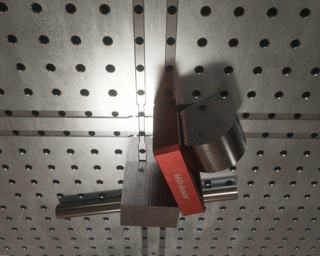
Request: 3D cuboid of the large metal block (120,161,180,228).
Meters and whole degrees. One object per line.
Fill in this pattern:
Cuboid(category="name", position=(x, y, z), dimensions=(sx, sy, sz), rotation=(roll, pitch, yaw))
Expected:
Cuboid(category="large metal block", position=(-0.014, 0.097, 0.458), dimensions=(0.081, 0.080, 0.050), rotation=(4, 130, -4))

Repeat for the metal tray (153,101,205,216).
Cuboid(category="metal tray", position=(0.026, 0.041, 0.404), dimensions=(0.030, 0.090, 0.129), rotation=(-14, 129, 11))

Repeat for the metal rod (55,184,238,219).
Cuboid(category="metal rod", position=(-0.025, 0.123, 0.515), dimensions=(0.302, 0.025, 0.025), rotation=(-8, 130, 6))

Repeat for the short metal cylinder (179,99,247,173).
Cuboid(category="short metal cylinder", position=(0.061, 0.009, 0.384), dimensions=(0.080, 0.080, 0.050), rotation=(-18, 128, 14))
